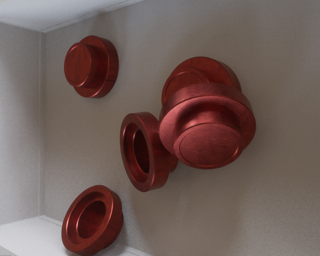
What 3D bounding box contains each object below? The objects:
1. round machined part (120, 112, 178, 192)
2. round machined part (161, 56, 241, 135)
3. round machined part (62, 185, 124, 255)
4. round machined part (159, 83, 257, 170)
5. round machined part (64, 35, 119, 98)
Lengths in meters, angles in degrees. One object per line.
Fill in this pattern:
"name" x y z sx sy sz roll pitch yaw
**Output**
"round machined part" -0.012 0.028 0.389 0.098 0.042 0.097 26 120 57
"round machined part" 0.041 -0.034 0.361 0.098 0.042 0.097 0 90 39
"round machined part" -0.092 0.136 0.450 0.098 0.042 0.098 -24 42 25
"round machined part" 0.048 0.005 0.315 0.098 0.098 0.042 -39 31 33
"round machined part" -0.114 -0.096 0.487 0.098 0.042 0.097 0 90 39
